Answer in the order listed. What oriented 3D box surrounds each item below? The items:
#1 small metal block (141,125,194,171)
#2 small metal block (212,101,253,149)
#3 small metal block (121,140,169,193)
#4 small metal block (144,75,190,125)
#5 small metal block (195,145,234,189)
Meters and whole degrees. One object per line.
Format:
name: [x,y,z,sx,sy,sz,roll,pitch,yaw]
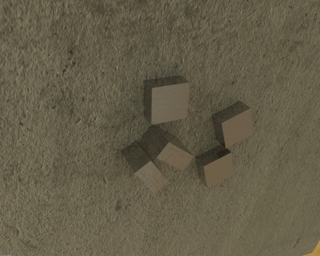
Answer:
small metal block: [0.010,0.025,0.411,0.050,0.050,0.025,30,101,-38]
small metal block: [0.109,-0.005,0.463,0.050,0.025,0.050,-27,128,-12]
small metal block: [-0.020,0.051,0.411,0.025,0.050,0.050,-39,129,-2]
small metal block: [0.008,-0.036,0.389,0.050,0.025,0.050,-12,124,-22]
small metal block: [0.087,0.061,0.492,0.050,0.025,0.050,-25,128,-13]
